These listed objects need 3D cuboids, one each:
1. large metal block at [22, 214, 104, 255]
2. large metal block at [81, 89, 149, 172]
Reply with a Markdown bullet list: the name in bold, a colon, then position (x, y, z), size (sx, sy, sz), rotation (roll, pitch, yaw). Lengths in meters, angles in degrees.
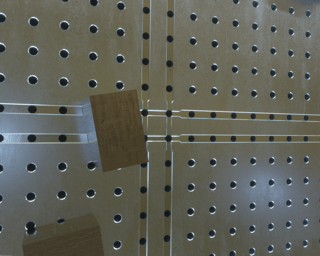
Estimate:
- **large metal block**: position (-0.108, 0.154, 0.360), size (0.081, 0.050, 0.080), rotation (-9, 93, -20)
- **large metal block**: position (-0.056, 0.002, 0.363), size (0.050, 0.080, 0.080), rotation (-11, 94, -20)
